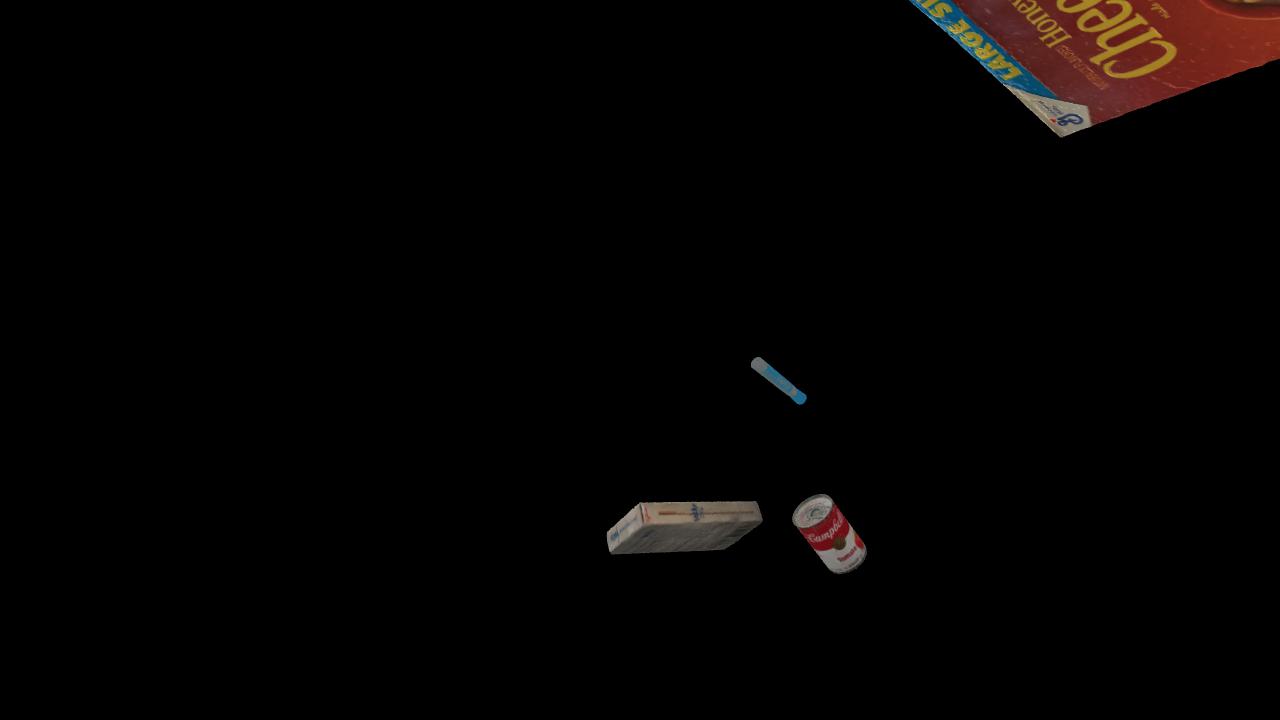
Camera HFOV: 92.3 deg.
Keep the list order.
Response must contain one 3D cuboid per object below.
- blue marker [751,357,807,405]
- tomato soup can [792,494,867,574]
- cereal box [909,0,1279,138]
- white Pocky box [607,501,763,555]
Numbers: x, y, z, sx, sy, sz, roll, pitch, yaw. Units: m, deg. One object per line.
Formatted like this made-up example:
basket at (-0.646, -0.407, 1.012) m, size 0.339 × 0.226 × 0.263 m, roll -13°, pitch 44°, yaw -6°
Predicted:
blue marker at (0.204, 0.033, 0.892) m, size 0.121 × 0.020 × 0.020 m, roll 35°, pitch -21°, yaw -33°
tomato soup can at (0.282, 0.260, 0.916) m, size 0.068 × 0.101 × 0.068 m, roll -35°, pitch 14°, yaw 10°
cereal box at (0.299, -0.245, 0.308) m, size 0.203 × 0.081 × 0.306 m, roll 32°, pitch -10°, yaw -16°
white Pocky box at (0.050, 0.183, 0.670) m, size 0.154 × 0.028 × 0.084 m, roll 7°, pitch -39°, yaw -28°
